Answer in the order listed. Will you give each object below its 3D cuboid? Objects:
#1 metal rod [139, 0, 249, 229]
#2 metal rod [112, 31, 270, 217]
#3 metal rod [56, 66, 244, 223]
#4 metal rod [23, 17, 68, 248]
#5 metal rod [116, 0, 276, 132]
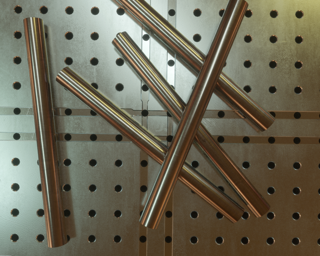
[{"bbox_3d":[0.042,-0.018,0.387,0.025,0.025,0.299,22,90,0],"label":"metal rod"},{"bbox_3d":[0.041,-0.005,0.413,0.025,0.025,0.300,-40,90,0],"label":"metal rod"},{"bbox_3d":[-0.013,0.022,0.413,0.300,0.025,0.025,39,90,0],"label":"metal rod"},{"bbox_3d":[-0.152,0.006,0.412,0.025,0.025,0.298,-6,90,0],"label":"metal rod"},{"bbox_3d":[0.033,-0.105,0.413,0.300,0.025,0.025,42,90,0],"label":"metal rod"}]
